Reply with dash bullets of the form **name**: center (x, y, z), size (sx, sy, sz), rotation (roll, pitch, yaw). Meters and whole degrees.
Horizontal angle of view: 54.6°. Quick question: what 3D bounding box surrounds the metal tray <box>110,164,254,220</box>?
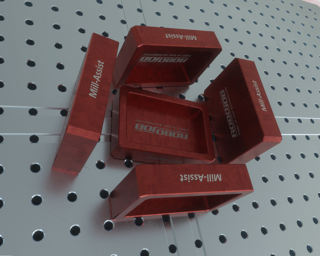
- **metal tray**: center (0.022, 0.069, 0.336), size (0.131, 0.090, 0.030), rotation (3, 61, -26)

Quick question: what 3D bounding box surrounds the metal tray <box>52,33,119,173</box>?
- **metal tray**: center (-0.081, -0.028, 0.339), size (0.030, 0.090, 0.130), rotation (17, 55, -18)

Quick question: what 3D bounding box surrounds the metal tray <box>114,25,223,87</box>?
- **metal tray**: center (0.009, -0.094, 0.428), size (0.131, 0.090, 0.030), rotation (-7, 65, -31)

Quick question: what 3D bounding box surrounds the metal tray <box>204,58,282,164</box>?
- **metal tray**: center (0.110, -0.021, 0.438), size (0.030, 0.090, 0.130), rotation (5, 60, -26)

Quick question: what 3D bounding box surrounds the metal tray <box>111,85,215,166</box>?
- **metal tray**: center (0.004, 0.001, 0.405), size (0.131, 0.030, 0.090), rotation (11, 57, -23)
